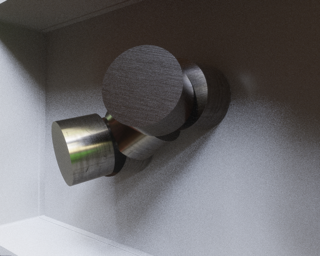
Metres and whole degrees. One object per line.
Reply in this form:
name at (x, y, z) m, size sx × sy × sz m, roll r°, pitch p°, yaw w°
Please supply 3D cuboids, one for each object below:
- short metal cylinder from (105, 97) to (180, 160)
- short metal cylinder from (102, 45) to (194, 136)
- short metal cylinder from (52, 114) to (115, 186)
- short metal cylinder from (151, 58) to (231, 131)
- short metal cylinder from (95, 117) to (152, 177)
short metal cylinder at (-0.021, -0.007, 0.384) m, size 0.050 × 0.081 × 0.080 m, roll -36°, pitch 68°, yaw 34°
short metal cylinder at (-0.010, -0.035, 0.310) m, size 0.080 × 0.050 × 0.080 m, roll -4°, pitch 77°, yaw 17°
short metal cylinder at (-0.096, 0.026, 0.381) m, size 0.080 × 0.050 × 0.079 m, roll 31°, pitch 128°, yaw 51°
short metal cylinder at (0.034, -0.037, 0.359) m, size 0.080 × 0.050 × 0.079 m, roll 0°, pitch 90°, yaw 39°
short metal cylinder at (-0.055, 0.025, 0.432) m, size 0.080 × 0.050 × 0.079 m, roll 0°, pitch 90°, yaw 39°
